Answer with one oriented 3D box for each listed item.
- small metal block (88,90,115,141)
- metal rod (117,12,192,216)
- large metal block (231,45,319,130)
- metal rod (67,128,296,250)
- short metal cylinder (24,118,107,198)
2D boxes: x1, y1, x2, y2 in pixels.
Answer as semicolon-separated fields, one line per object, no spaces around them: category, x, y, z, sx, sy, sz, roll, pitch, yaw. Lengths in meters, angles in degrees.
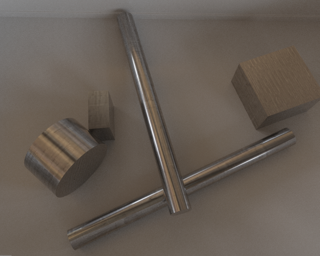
small metal block;-0.075;-0.015;0.401;0.025;0.050;0.050;-5;70;-2
metal rod;-0.015;-0.036;0.407;0.025;0.025;0.299;-14;65;-5
large metal block;0.155;-0.054;0.418;0.081;0.050;0.080;-19;71;-7
metal rod;0.034;0.071;0.384;0.302;0.025;0.025;-24;72;-9
short metal cylinder;-0.109;0.035;0.366;0.050;0.080;0.080;39;74;12
